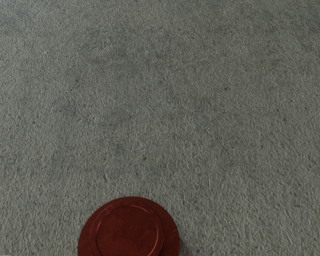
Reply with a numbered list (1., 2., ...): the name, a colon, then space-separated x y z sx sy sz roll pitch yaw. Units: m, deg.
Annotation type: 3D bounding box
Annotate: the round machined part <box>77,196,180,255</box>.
1. round machined part: -0.030 0.110 0.299 0.099 0.042 0.098 0 50 0
